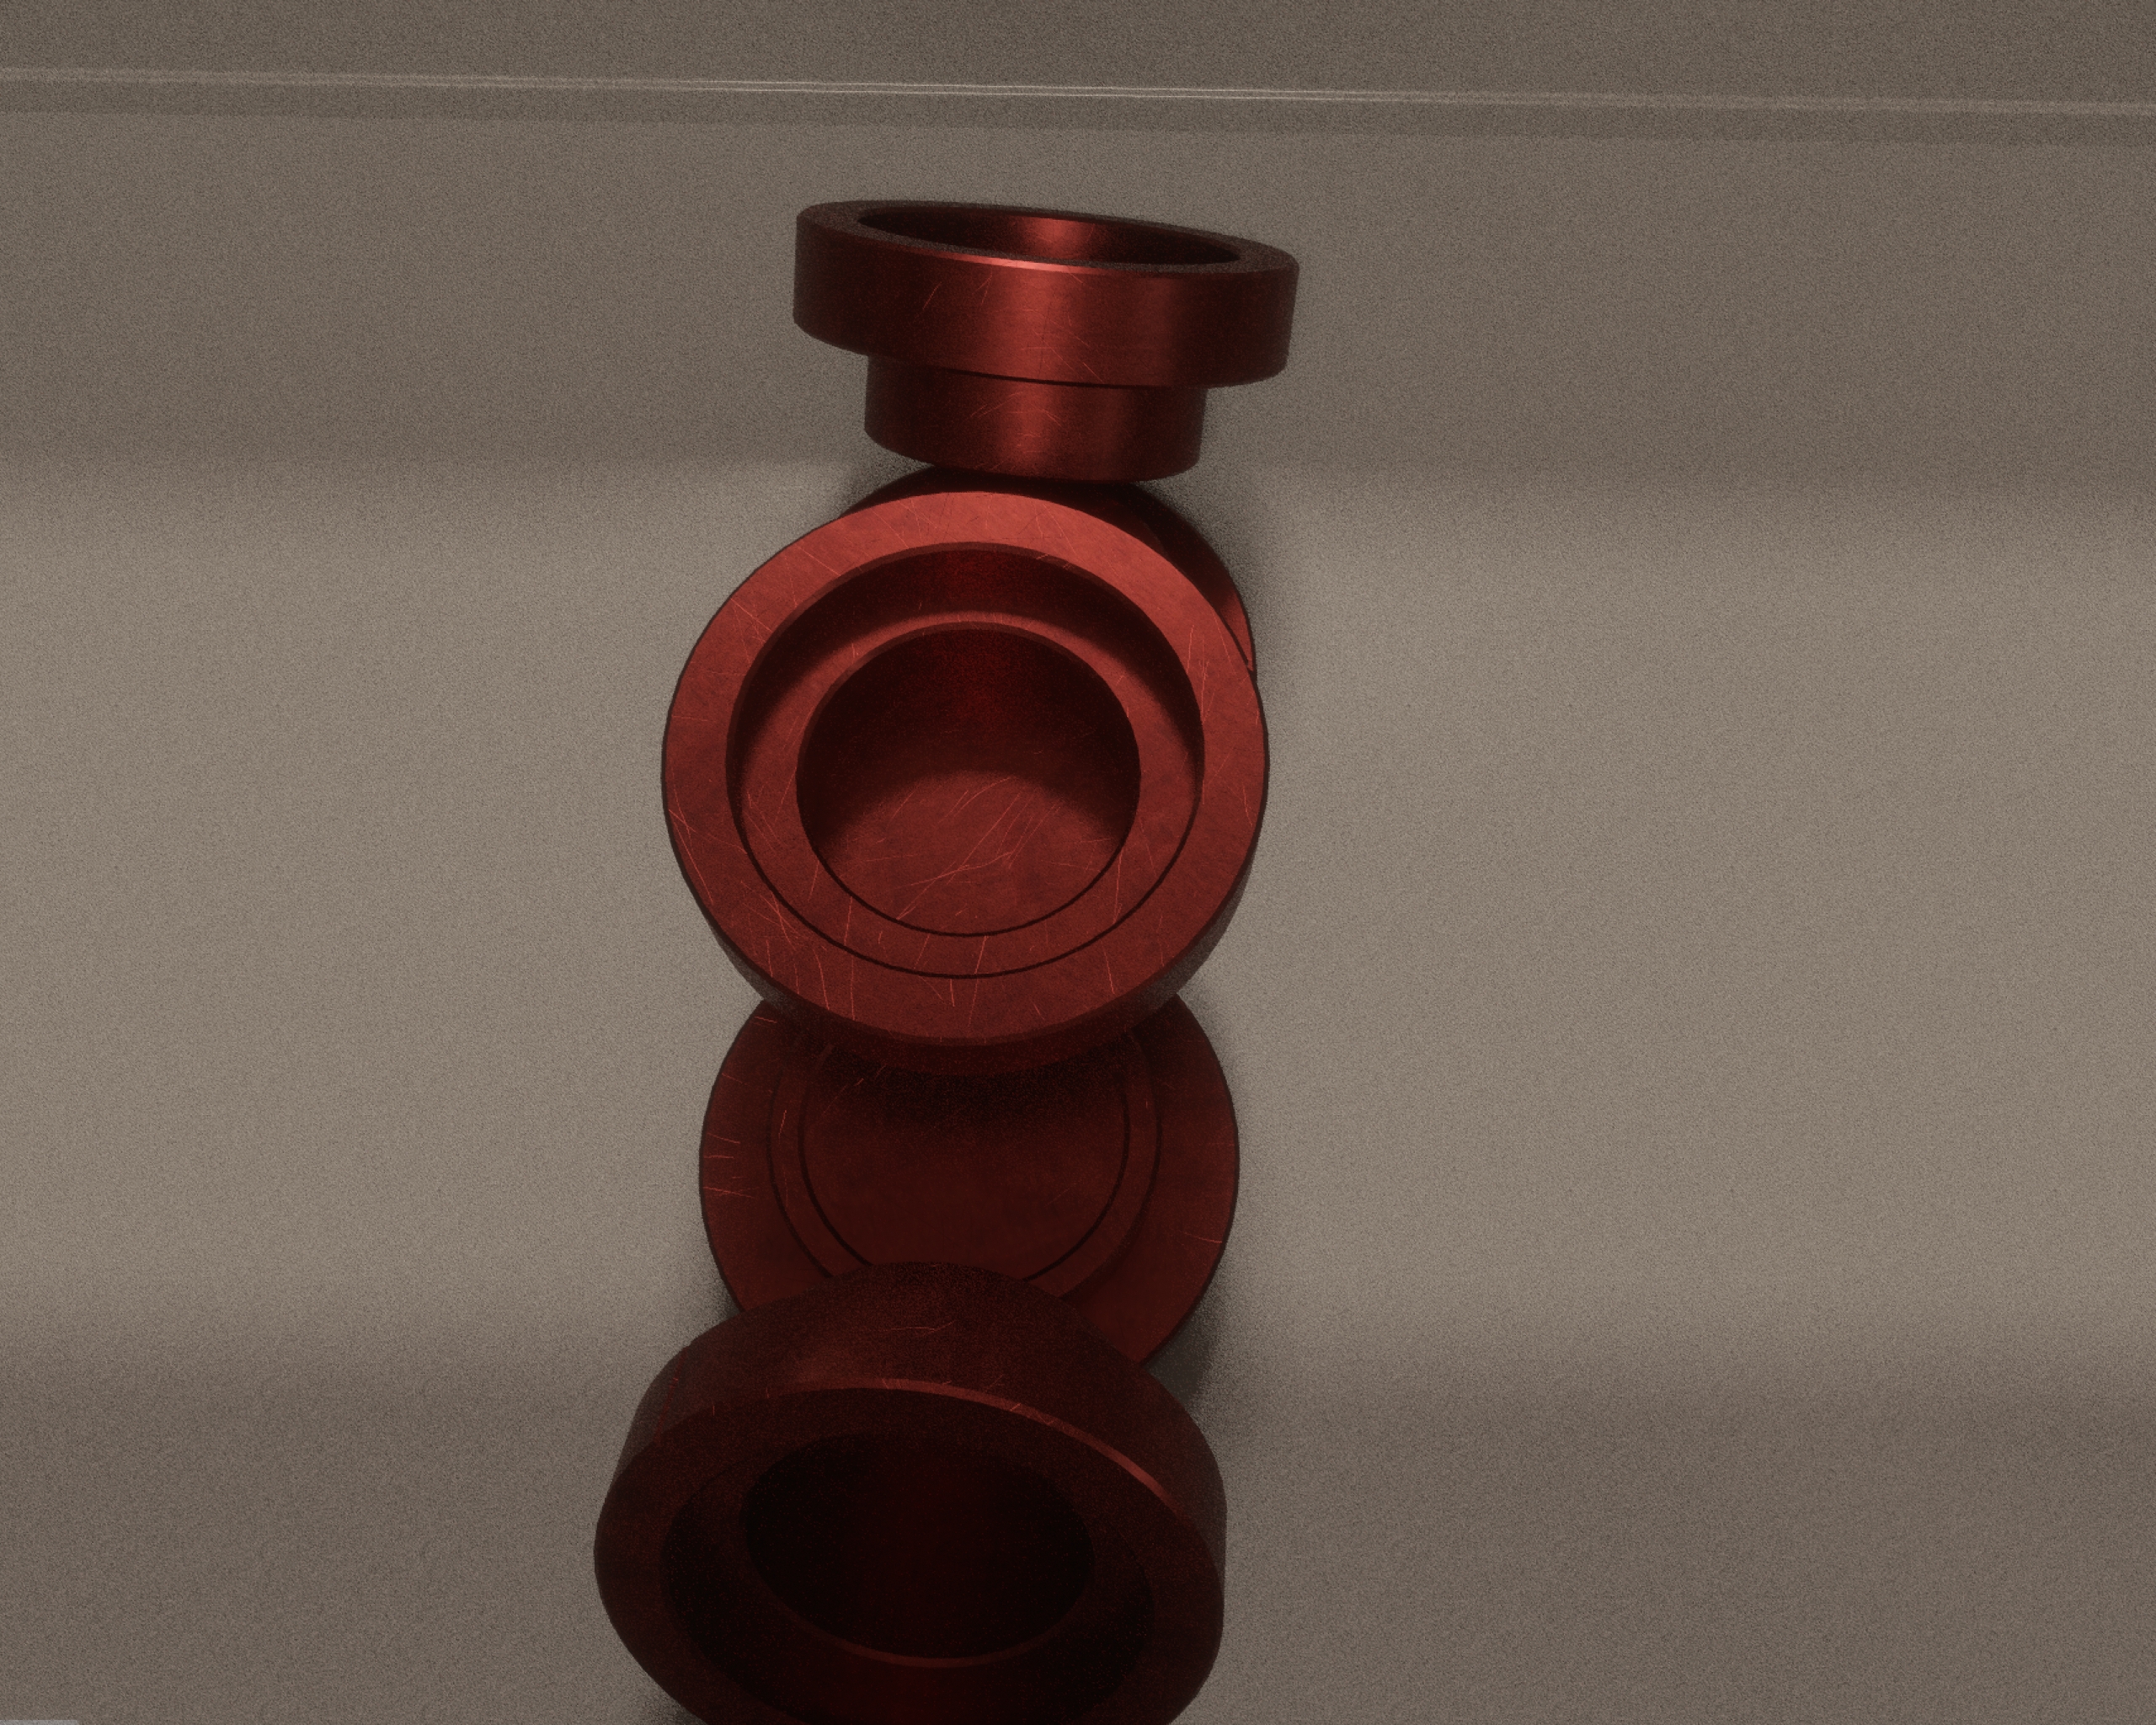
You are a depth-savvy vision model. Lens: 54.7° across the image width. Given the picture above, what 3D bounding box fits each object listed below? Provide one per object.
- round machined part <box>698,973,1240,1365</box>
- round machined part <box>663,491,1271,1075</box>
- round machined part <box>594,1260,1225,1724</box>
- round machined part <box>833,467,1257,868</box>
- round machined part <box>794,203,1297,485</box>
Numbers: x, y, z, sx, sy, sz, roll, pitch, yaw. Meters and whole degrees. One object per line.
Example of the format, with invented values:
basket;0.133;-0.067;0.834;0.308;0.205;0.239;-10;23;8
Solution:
round machined part;-0.020;0.053;0.379;0.099;0.042;0.098;0;70;-1
round machined part;-0.018;-0.011;0.357;0.099;0.042;0.098;0;70;-1
round machined part;-0.025;0.104;0.341;0.099;0.097;0.042;6;33;2
round machined part;-0.014;-0.039;0.413;0.099;0.042;0.098;0;70;-1
round machined part;-0.008;-0.104;0.417;0.099;0.098;0.042;7;113;2
